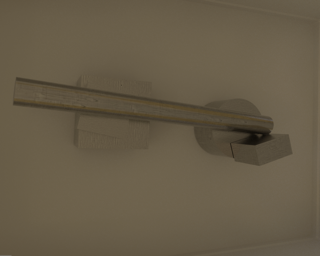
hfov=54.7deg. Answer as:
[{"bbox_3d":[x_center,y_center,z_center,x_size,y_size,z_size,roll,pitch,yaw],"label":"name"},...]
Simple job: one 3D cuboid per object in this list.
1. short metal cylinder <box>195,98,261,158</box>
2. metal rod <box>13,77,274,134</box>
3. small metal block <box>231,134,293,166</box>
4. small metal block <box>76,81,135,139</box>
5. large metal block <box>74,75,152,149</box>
[{"bbox_3d":[0.096,0.001,0.432,0.081,0.050,0.079,0,90,-21],"label":"short metal cylinder"},{"bbox_3d":[0.007,-0.018,0.338,0.302,0.025,0.025,6,88,-28],"label":"metal rod"},{"bbox_3d":[0.127,0.026,0.390,0.050,0.050,0.025,-15,96,-20],"label":"small metal block"},{"bbox_3d":[-0.060,-0.018,0.334,0.050,0.025,0.050,14,85,-20],"label":"small metal block"},{"bbox_3d":[-0.058,-0.017,0.373,0.081,0.050,0.079,3,89,-20],"label":"large metal block"}]
